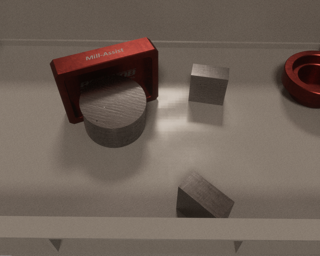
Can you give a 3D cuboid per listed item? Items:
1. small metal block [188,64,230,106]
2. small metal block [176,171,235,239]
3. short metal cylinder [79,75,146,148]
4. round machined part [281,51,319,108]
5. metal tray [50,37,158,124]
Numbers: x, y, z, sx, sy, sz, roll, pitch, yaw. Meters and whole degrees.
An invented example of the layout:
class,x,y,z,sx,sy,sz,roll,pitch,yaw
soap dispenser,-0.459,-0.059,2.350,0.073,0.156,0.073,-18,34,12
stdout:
class,x,y,z,sx,sy,sz,roll,pitch,yaw
small metal block,0.069,-0.061,0.441,0.050,0.050,0.025,9,51,7
small metal block,0.045,0.081,0.322,0.050,0.050,0.025,37,59,26
short metal cylinder,-0.059,-0.021,0.397,0.081,0.050,0.080,2,59,-4
round machined part,0.227,-0.067,0.450,0.099,0.042,0.098,-2,49,2
metal tray,-0.068,-0.062,0.413,0.131,0.089,0.030,-18,53,-15
